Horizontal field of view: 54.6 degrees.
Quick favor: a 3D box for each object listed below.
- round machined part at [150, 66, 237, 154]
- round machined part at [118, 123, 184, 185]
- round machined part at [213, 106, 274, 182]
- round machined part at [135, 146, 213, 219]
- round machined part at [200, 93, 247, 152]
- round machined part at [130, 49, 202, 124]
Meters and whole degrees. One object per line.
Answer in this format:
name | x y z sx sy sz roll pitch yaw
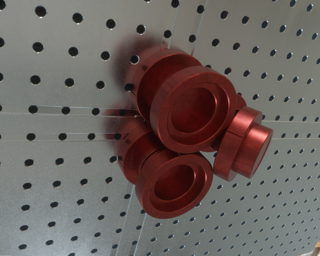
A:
round machined part | 0.033 -0.023 0.348 0.099 0.042 0.097 -14 124 -21
round machined part | -0.004 0.043 0.424 0.099 0.042 0.097 -14 124 -21
round machined part | 0.109 0.025 0.392 0.098 0.042 0.097 -45 150 -36
round machined part | 0.014 0.063 0.391 0.099 0.042 0.097 -14 124 -21
round machined part | 0.086 -0.006 0.443 0.099 0.042 0.097 -14 124 -21
round machined part | 0.017 -0.044 0.383 0.099 0.042 0.097 -14 124 -21
